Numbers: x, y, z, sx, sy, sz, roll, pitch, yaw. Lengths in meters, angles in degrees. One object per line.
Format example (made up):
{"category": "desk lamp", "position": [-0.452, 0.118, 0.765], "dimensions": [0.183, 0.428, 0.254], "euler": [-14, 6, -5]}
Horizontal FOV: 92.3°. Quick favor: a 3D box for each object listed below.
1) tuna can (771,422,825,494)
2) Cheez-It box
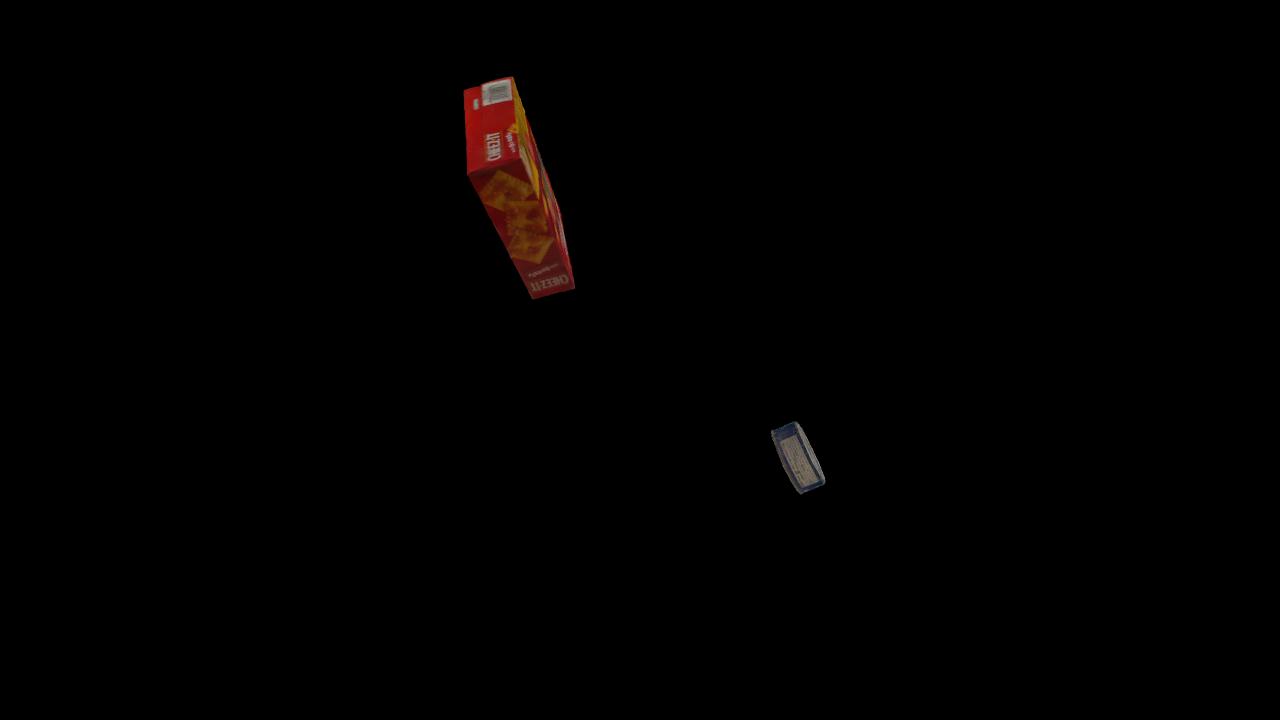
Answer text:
{"category": "tuna can", "position": [0.193, 0.118, 0.748], "dimensions": [0.034, 0.084, 0.084], "euler": [-26, -7, 15]}
{"category": "Cheez-It box", "position": [-0.151, -0.211, 0.785], "dimensions": [0.071, 0.166, 0.223], "euler": [-15, -34, 2]}
